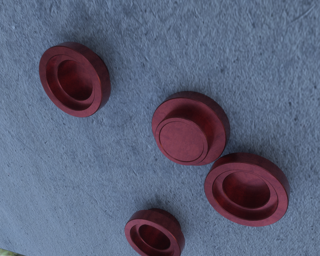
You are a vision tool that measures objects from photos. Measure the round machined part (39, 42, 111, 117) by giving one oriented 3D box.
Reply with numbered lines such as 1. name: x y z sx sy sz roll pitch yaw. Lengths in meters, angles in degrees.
1. round machined part: -0.107 -0.066 0.411 0.098 0.042 0.097 13 124 21

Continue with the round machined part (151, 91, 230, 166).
1. round machined part: 0.033 0.007 0.383 0.098 0.042 0.097 13 124 21

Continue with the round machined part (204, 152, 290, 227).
1. round machined part: 0.108 0.071 0.382 0.098 0.042 0.097 13 124 21

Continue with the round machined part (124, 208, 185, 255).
1. round machined part: -0.005 0.170 0.503 0.098 0.042 0.097 13 124 21
